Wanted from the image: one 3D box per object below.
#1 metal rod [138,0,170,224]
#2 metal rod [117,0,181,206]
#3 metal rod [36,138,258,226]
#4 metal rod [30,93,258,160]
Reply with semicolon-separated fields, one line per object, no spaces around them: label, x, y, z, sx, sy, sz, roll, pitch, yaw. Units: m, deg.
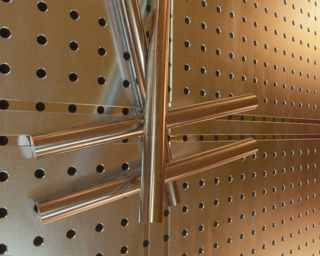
metal rod;-0.004;-0.046;0.357;0.025;0.025;0.299;20;63;-38
metal rod;-0.015;-0.043;0.395;0.025;0.025;0.298;-20;103;-38
metal rod;0.007;0.055;0.383;0.302;0.025;0.025;-13;99;-30
metal rod;0.004;-0.010;0.378;0.302;0.025;0.025;-13;99;-29
